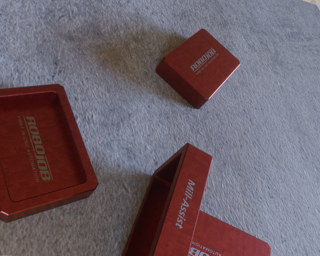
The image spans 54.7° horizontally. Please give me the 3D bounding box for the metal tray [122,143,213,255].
[{"bbox_3d":[0.004,0.088,0.311,0.030,0.090,0.130,30,52,-10],"label":"metal tray"}]

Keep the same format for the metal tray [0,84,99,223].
[{"bbox_3d":[-0.129,0.019,0.319,0.091,0.030,0.130,-12,68,-33],"label":"metal tray"}]

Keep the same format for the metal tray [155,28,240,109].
[{"bbox_3d":[0.065,-0.099,0.498,0.090,0.030,0.131,43,51,1],"label":"metal tray"}]

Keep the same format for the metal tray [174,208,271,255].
[{"bbox_3d":[0.059,0.150,0.342,0.131,0.030,0.090,28,52,-11],"label":"metal tray"}]
